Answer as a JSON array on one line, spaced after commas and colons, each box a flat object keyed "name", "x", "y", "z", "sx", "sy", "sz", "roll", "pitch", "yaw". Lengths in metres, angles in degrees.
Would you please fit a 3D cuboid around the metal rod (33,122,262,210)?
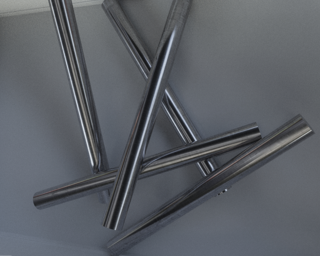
[{"name": "metal rod", "x": -0.026, "y": 0.052, "z": 0.385, "sx": 0.301, "sy": 0.025, "sz": 0.025, "roll": -19, "pitch": 84, "yaw": 14}]

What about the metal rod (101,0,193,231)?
[{"name": "metal rod", "x": -0.012, "y": -0.029, "z": 0.375, "sx": 0.025, "sy": 0.025, "sz": 0.299, "roll": 14, "pitch": 80, "yaw": 19}]

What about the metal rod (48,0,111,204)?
[{"name": "metal rod", "x": -0.096, "y": -0.038, "z": 0.387, "sx": 0.025, "sy": 0.025, "sz": 0.298, "roll": -1, "pitch": 112, "yaw": 20}]

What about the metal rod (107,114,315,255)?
[{"name": "metal rod", "x": 0.042, "y": 0.081, "z": 0.372, "sx": 0.299, "sy": 0.025, "sz": 0.025, "roll": -39, "pitch": 78, "yaw": 24}]

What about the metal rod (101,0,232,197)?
[{"name": "metal rod", "x": 0.003, "y": -0.048, "z": 0.409, "sx": 0.025, "sy": 0.025, "sz": 0.299, "roll": -33, "pitch": 79, "yaw": 17}]
